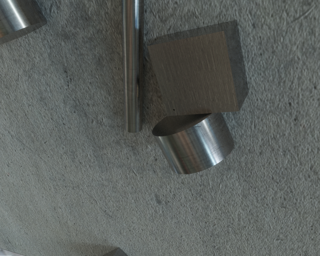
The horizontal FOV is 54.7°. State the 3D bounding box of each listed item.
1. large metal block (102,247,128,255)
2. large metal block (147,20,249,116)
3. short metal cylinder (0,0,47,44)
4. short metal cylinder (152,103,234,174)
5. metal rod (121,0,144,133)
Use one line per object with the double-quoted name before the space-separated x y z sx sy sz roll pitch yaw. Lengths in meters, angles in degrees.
"large metal block" -0.104 0.292 0.607 0.050 0.080 0.080 46 129 -4
"large metal block" 0.043 -0.062 0.330 0.080 0.050 0.080 -3 117 29
"short metal cylinder" -0.191 -0.140 0.385 0.080 0.080 0.050 -12 112 33
"short metal cylinder" 0.038 0.009 0.357 0.080 0.080 0.050 -15 111 34
"metal rod" -0.030 -0.125 0.345 0.025 0.025 0.298 16 125 19
